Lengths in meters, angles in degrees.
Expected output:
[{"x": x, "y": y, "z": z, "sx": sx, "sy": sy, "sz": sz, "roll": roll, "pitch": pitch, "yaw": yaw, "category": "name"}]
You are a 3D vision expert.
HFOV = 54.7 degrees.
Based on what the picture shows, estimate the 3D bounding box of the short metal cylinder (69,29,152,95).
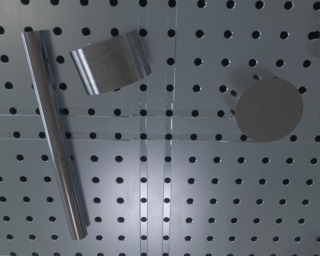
[{"x": -0.056, "y": -0.076, "z": 0.355, "sx": 0.080, "sy": 0.080, "sz": 0.050, "roll": -17, "pitch": 109, "yaw": 6, "category": "short metal cylinder"}]

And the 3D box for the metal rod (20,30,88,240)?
[{"x": -0.138, "y": 0.024, "z": 0.420, "sx": 0.025, "sy": 0.025, "sz": 0.298, "roll": -6, "pitch": 110, "yaw": 2, "category": "metal rod"}]

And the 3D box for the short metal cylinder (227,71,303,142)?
[{"x": 0.130, "y": -0.028, "z": 0.391, "sx": 0.081, "sy": 0.050, "sz": 0.079, "roll": 0, "pitch": 110, "yaw": 0, "category": "short metal cylinder"}]

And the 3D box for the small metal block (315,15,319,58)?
[{"x": 0.218, "y": -0.114, "z": 0.374, "sx": 0.050, "sy": 0.025, "sz": 0.050, "roll": -9, "pitch": 110, "yaw": 3, "category": "small metal block"}]
